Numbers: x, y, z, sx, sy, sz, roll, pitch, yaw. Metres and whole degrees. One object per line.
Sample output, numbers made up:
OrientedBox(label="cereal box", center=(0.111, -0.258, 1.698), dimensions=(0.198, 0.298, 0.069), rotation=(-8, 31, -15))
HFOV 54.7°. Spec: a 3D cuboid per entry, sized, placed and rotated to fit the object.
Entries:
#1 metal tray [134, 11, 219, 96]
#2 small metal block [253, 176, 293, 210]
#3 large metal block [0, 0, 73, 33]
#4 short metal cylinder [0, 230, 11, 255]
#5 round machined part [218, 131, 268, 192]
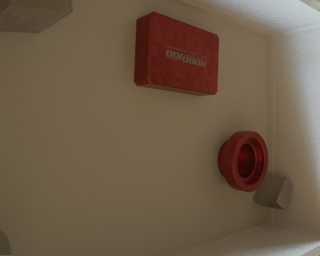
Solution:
OrientedBox(label="metal tray", center=(0.027, -0.096, 0.428), dimensions=(0.131, 0.030, 0.089), rotation=(3, 88, -40))
OrientedBox(label="small metal block", center=(0.206, 0.117, 0.565), dimensions=(0.025, 0.050, 0.050), rotation=(44, 64, -23))
OrientedBox(label="large metal block", center=(-0.122, -0.133, 0.269), dimensions=(0.050, 0.080, 0.079), rotation=(-11, 97, -40))
OrientedBox(label="short metal cylinder", center=(-0.158, 0.116, 0.232), dimensions=(0.050, 0.080, 0.080), rotation=(3, 88, 4))
OrientedBox(label="round machined part", center=(0.133, 0.053, 0.510), dimensions=(0.099, 0.042, 0.097), rotation=(0, 90, -40))
